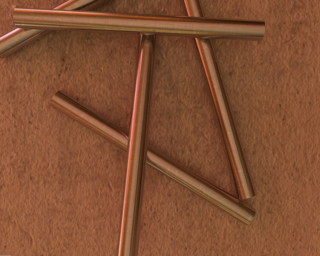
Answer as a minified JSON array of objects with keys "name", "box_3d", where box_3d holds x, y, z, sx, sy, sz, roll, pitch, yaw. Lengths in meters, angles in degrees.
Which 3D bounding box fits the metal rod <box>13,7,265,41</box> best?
[{"name":"metal rod","box_3d":[-0.024,-0.128,0.383,0.302,0.025,0.025,3,90,-1]}]

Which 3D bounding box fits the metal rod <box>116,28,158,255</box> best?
[{"name":"metal rod","box_3d":[-0.028,0.020,0.384,0.025,0.025,0.299,5,80,-1]}]

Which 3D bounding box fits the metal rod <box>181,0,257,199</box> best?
[{"name":"metal rod","box_3d":[0.074,-0.053,0.410,0.025,0.025,0.298,-16,90,0]}]

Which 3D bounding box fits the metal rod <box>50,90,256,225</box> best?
[{"name":"metal rod","box_3d":[-0.009,0.039,0.409,0.301,0.025,0.025,31,90,-1]}]

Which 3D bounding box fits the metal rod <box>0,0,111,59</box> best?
[{"name":"metal rod","box_3d":[-0.083,-0.175,0.408,0.301,0.025,0.025,-29,90,-1]}]
